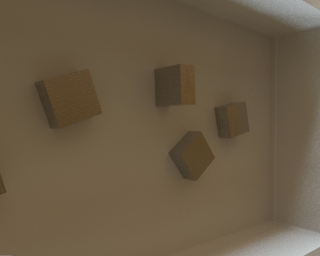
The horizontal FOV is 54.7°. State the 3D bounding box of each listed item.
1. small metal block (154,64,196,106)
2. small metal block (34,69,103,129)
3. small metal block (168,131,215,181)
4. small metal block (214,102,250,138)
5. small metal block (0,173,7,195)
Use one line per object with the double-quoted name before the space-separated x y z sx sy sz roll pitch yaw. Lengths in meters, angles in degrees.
"small metal block" 0.019 -0.054 0.406 0.025 0.050 0.050 -3 92 -40
"small metal block" -0.095 -0.031 0.326 0.050 0.025 0.050 -25 106 -37
"small metal block" 0.047 0.039 0.446 0.050 0.025 0.050 -45 117 -30
"small metal block" 0.118 -0.014 0.505 0.050 0.025 0.050 -16 100 -39
"small metal block" -0.169 0.040 0.265 0.050 0.025 0.050 -21 103 -38
